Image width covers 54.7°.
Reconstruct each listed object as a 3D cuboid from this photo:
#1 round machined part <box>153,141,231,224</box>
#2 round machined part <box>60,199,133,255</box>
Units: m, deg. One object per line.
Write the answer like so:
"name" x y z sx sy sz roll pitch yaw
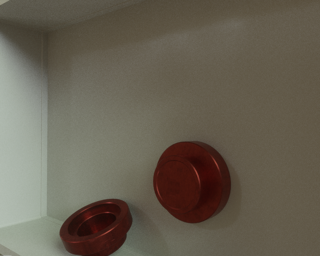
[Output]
"round machined part" 0.031 0.065 0.371 0.098 0.042 0.097 0 90 40
"round machined part" -0.085 0.145 0.436 0.098 0.099 0.042 -2 111 40
